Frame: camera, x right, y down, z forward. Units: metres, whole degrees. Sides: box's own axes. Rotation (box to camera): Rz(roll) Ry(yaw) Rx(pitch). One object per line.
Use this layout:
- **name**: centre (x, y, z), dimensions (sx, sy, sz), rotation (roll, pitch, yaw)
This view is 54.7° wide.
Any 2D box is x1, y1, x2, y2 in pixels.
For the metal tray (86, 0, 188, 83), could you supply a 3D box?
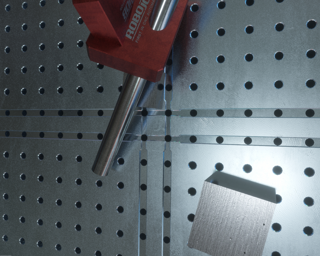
- **metal tray**: centre (-0.023, -0.129, 0.375), dimensions (0.090, 0.030, 0.130), rotation (19, 70, -1)

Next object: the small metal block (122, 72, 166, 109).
- **small metal block**: centre (-0.023, -0.053, 0.420), dimensions (0.050, 0.025, 0.050), rotation (7, 92, 19)

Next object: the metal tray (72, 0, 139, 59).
- **metal tray**: centre (-0.046, -0.157, 0.364), dimensions (0.030, 0.090, 0.130), rotation (3, 60, 22)

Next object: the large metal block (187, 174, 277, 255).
- **large metal block**: centre (0.086, 0.109, 0.369), dimensions (0.080, 0.050, 0.079), rotation (16, 95, 19)

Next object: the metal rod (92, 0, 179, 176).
- **metal rod**: centre (-0.026, -0.069, 0.385), dimensions (0.025, 0.025, 0.298), rotation (30, 110, 17)
